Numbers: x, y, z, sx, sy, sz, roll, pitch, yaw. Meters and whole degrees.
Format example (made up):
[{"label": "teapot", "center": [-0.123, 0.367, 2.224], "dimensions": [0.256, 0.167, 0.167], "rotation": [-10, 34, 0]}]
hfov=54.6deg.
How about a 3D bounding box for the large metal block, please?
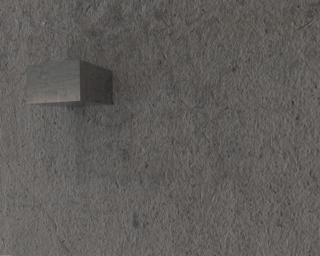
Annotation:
[{"label": "large metal block", "center": [-0.120, -0.057, 0.423], "dimensions": [0.080, 0.080, 0.050], "rotation": [-1, 90, 20]}]
